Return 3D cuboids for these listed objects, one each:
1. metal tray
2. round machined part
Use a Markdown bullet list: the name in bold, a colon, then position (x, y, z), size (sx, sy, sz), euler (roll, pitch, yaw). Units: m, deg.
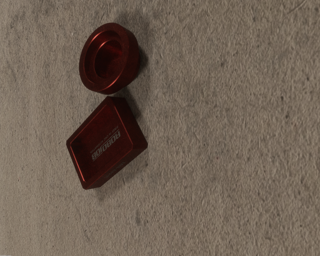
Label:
- **metal tray**: position (-0.085, 0.024, 0.469), size (0.129, 0.030, 0.090), euler (-41, 66, 32)
- **round machined part**: position (-0.067, -0.094, 0.440), size (0.098, 0.042, 0.098), euler (-8, 76, 36)
